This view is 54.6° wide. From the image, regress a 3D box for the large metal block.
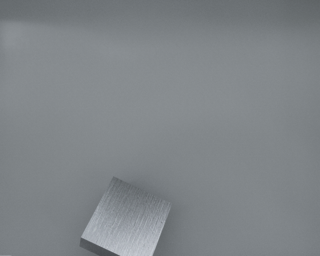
[{"bbox_3d":[-0.042,0.119,0.380,0.080,0.050,0.080,25,55,0],"label":"large metal block"}]
